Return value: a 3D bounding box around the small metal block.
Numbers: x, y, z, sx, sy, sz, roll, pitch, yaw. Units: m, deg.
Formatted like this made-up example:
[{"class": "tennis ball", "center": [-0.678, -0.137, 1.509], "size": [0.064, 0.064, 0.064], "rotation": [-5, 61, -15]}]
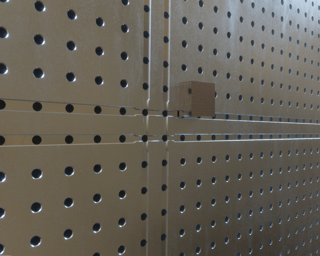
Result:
[{"class": "small metal block", "center": [0.055, -0.042, 0.458], "size": [0.050, 0.025, 0.050], "rotation": [-1, 91, -40]}]
